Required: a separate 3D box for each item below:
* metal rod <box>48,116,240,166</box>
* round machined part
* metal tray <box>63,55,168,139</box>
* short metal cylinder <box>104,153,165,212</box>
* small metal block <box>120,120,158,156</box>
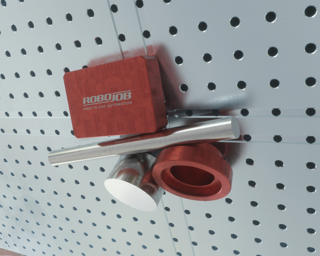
[{"bbox_3d":[-0.043,0.023,0.413,0.300,0.025,0.025,-11,113,32],"label":"metal rod"},{"bbox_3d":[0.043,0.051,0.393,0.098,0.042,0.097,11,143,9],"label":"round machined part"},{"bbox_3d":[-0.060,-0.036,0.397,0.130,0.030,0.089,-5,97,29],"label":"metal tray"},{"bbox_3d":[-0.031,0.076,0.441,0.080,0.050,0.080,19,145,14],"label":"short metal cylinder"},{"bbox_3d":[-0.029,0.014,0.445,0.050,0.025,0.050,17,125,18],"label":"small metal block"}]
